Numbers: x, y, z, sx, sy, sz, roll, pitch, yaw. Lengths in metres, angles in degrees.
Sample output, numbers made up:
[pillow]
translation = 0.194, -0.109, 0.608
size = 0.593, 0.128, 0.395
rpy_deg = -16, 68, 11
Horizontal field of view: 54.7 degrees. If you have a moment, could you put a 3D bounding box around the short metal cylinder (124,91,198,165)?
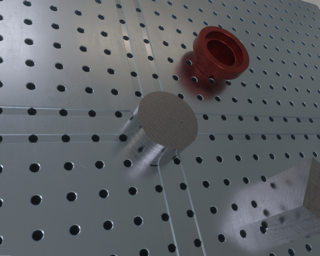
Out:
[short metal cylinder]
translation = 0.001, 0.000, 0.392
size = 0.081, 0.050, 0.080
rpy_deg = 14, 56, -21

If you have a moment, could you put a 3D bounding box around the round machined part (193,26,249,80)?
[round machined part]
translation = 0.098, -0.121, 0.524
size = 0.099, 0.042, 0.098
rpy_deg = 14, 56, -21

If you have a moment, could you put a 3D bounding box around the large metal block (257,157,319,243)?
[large metal block]
translation = 0.185, 0.097, 0.413
size = 0.050, 0.080, 0.080
rpy_deg = 38, 51, -3
